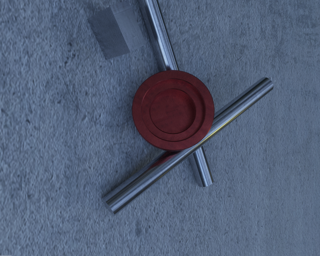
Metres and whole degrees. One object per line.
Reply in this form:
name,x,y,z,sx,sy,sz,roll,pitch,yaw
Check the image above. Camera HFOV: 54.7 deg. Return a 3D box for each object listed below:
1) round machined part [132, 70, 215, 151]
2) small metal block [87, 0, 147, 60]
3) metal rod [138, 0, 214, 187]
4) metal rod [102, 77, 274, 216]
round machined part,0.015,-0.019,0.388,0.099,0.042,0.097,0,84,-3
small metal block,-0.049,-0.109,0.349,0.025,0.050,0.050,-37,113,-34
metal rod,0.022,-0.054,0.425,0.025,0.025,0.298,-31,109,-36
metal rod,0.053,0.012,0.418,0.302,0.025,0.025,-35,113,-24
